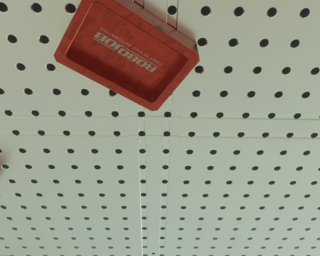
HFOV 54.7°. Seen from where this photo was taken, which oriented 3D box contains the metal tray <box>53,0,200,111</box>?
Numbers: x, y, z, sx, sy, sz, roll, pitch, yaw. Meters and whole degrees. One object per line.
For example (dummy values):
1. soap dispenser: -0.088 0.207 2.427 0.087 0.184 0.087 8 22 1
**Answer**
1. metal tray: -0.035 -0.083 0.337 0.131 0.030 0.090 27 125 -22
